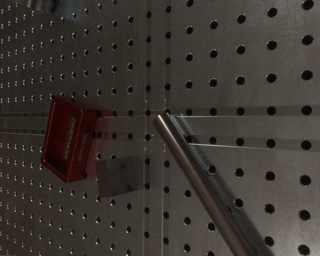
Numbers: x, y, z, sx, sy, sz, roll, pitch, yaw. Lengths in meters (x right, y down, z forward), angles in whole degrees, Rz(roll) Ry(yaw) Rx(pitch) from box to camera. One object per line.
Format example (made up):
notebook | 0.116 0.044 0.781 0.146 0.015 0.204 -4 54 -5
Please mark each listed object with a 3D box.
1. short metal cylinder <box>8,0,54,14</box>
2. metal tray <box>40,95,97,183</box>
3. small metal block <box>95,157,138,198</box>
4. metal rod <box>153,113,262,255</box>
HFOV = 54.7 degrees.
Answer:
short metal cylinder | -0.234 -0.247 0.563 0.080 0.081 0.050 31 109 35
metal tray | -0.160 0.018 0.534 0.090 0.030 0.129 24 105 37
small metal block | -0.062 0.069 0.442 0.025 0.050 0.050 -15 81 39
metal rod | 0.074 0.105 0.347 0.025 0.025 0.299 -46 63 30
